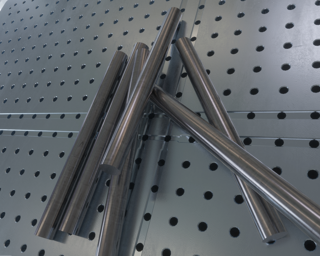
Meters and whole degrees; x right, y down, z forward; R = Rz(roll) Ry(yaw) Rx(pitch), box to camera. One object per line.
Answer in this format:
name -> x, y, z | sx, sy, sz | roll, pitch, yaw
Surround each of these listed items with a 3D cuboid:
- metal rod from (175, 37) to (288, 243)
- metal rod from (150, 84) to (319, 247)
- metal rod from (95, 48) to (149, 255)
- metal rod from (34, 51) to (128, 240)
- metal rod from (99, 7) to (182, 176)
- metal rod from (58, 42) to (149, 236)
metal rod -> 0.071, -0.012, 0.379 | 0.025, 0.025, 0.300 | -27, 52, 12
metal rod -> 0.062, 0.017, 0.335 | 0.025, 0.025, 0.300 | -44, 42, -2
metal rod -> -0.043, 0.021, 0.410 | 0.025, 0.025, 0.299 | -5, 62, 26
metal rod -> -0.108, 0.010, 0.459 | 0.025, 0.025, 0.300 | 4, 63, 30
metal rod -> -0.016, -0.071, 0.429 | 0.025, 0.025, 0.300 | -2, 51, 27
metal rod -> -0.072, 0.000, 0.447 | 0.025, 0.025, 0.300 | 4, 63, 30
